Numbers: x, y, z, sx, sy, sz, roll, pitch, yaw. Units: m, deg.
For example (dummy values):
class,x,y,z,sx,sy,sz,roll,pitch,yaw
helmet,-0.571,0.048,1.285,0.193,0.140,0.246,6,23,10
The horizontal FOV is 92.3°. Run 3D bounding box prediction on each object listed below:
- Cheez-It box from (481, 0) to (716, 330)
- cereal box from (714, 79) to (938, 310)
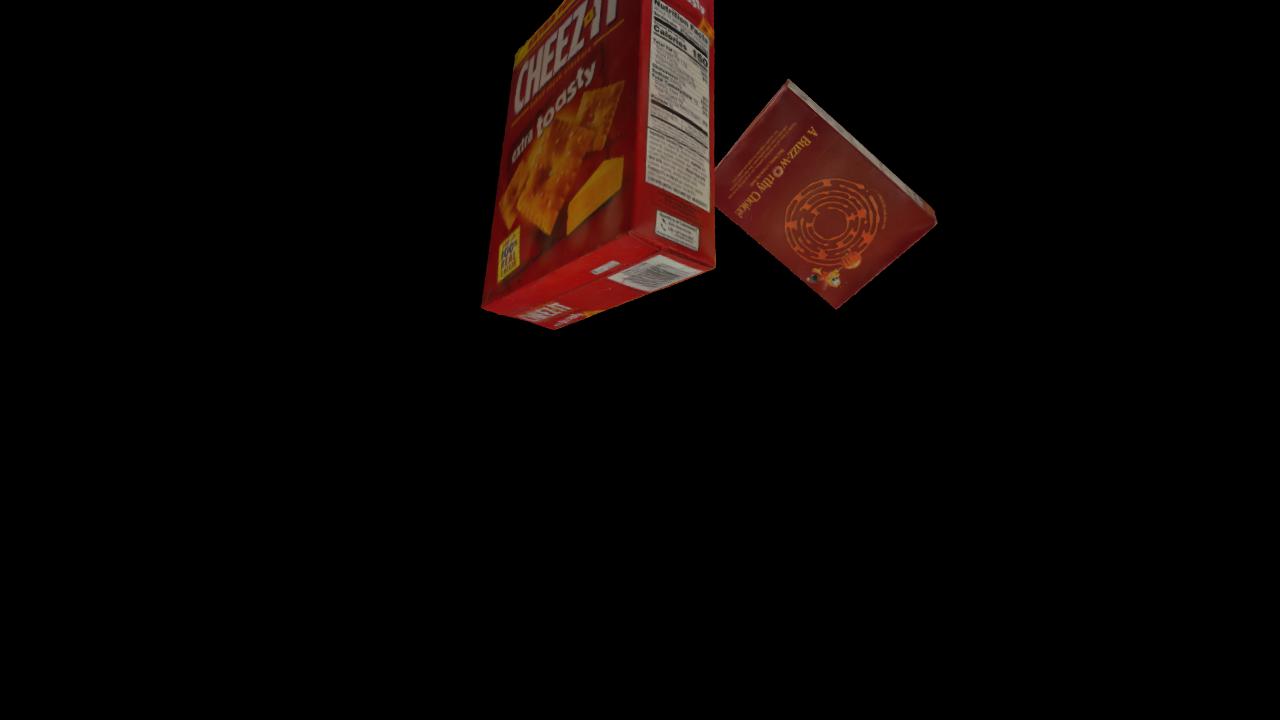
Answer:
class,x,y,z,sx,sy,sz,roll,pitch,yaw
Cheez-It box,-0.029,-0.147,0.416,0.071,0.223,0.166,16,-21,-39
cereal box,0.272,-0.248,0.958,0.203,0.306,0.081,-47,10,35
